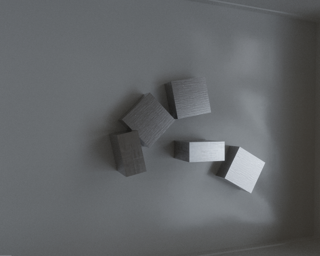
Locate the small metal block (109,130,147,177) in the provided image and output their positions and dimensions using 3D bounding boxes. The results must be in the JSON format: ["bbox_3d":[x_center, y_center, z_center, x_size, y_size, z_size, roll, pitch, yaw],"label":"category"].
[{"bbox_3d":[-0.041,0.029,0.382,0.025,0.050,0.050,-13,95,-19],"label":"small metal block"}]

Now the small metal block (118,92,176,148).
[{"bbox_3d":[-0.017,-0.010,0.404,0.050,0.025,0.050,-47,105,-14],"label":"small metal block"}]

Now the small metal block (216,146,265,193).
[{"bbox_3d":[0.118,0.060,0.454,0.050,0.025,0.050,31,80,-18],"label":"small metal block"}]

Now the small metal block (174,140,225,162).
[{"bbox_3d":[0.052,0.030,0.416,0.050,0.050,0.025,0,90,-20],"label":"small metal block"}]

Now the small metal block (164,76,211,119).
[{"bbox_3d":[0.038,-0.041,0.424,0.050,0.025,0.050,-12,94,-20],"label":"small metal block"}]
